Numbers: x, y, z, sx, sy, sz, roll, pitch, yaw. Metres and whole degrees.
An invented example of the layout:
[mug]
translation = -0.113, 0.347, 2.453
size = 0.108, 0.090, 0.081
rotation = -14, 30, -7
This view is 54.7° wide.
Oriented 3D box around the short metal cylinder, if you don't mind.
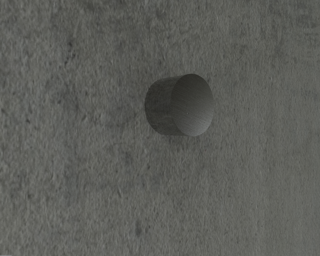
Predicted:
[short metal cylinder]
translation = 0.027, -0.029, 0.413
size = 0.081, 0.050, 0.079
rotation = 0, 90, -40
